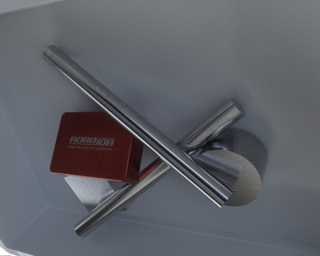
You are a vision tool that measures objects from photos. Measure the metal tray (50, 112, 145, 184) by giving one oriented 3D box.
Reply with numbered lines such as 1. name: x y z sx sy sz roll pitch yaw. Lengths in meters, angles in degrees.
1. metal tray: -0.086 0.024 0.426 0.130 0.030 0.090 1 75 29

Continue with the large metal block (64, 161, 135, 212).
1. large metal block: -0.088 0.086 0.484 0.080 0.050 0.080 -21 108 35

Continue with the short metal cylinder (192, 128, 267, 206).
1. short metal cylinder: 0.085 0.047 0.373 0.080 0.050 0.079 13 124 20

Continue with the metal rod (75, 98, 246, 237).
1. metal rod: -0.015 0.065 0.406 0.299 0.025 0.025 -41 95 25

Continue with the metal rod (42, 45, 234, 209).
1. metal rod: -0.039 -0.012 0.380 0.300 0.025 0.025 39 130 17
